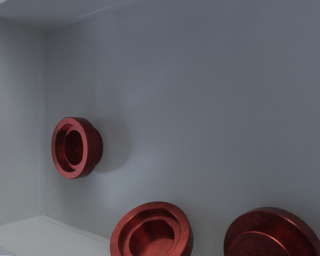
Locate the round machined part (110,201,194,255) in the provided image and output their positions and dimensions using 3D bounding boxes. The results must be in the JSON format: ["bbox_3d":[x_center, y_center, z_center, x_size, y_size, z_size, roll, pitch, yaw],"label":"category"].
[{"bbox_3d":[-0.007,0.141,0.376,0.098,0.098,0.042,14,137,39],"label":"round machined part"}]

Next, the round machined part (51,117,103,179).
[{"bbox_3d":[-0.130,0.031,0.500,0.098,0.042,0.097,0,90,39],"label":"round machined part"}]

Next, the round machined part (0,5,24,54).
[{"bbox_3d":[-0.329,-0.208,0.665,0.098,0.042,0.097,0,90,39],"label":"round machined part"}]

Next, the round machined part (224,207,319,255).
[{"bbox_3d":[0.107,0.132,0.307,0.098,0.042,0.097,0,90,39],"label":"round machined part"}]
